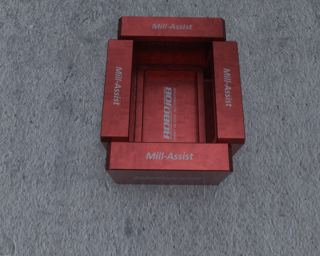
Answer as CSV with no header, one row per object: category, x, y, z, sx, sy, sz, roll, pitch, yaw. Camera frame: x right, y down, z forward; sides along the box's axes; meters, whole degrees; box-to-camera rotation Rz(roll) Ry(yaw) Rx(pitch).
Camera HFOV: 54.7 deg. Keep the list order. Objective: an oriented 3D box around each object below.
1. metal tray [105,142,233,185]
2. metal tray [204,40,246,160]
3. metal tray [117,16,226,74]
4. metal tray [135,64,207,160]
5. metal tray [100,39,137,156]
metal tray,0.010,0.044,0.358,0.131,0.090,0.030,1,70,0
metal tray,0.075,-0.031,0.386,0.030,0.090,0.130,1,70,0
metal tray,0.014,-0.107,0.413,0.131,0.090,0.030,1,70,0
metal tray,0.014,-0.022,0.415,0.091,0.030,0.130,1,70,0
metal tray,-0.047,-0.032,0.385,0.030,0.090,0.130,1,70,0
